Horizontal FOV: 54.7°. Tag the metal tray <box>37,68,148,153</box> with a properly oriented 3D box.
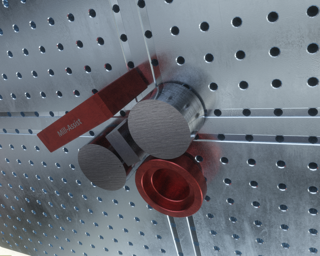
[{"bbox_3d":[-0.087,-0.022,0.396,0.130,0.090,0.030,-26,104,37],"label":"metal tray"}]

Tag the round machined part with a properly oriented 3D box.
[{"bbox_3d":[0.019,0.073,0.430,0.098,0.042,0.097,13,124,21],"label":"round machined part"}]

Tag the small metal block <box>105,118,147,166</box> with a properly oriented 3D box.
[{"bbox_3d":[-0.037,0.015,0.418,0.025,0.050,0.050,-28,103,37],"label":"small metal block"}]

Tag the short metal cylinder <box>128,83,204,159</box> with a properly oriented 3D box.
[{"bbox_3d":[0.008,-0.009,0.380,0.080,0.050,0.079,13,124,21],"label":"short metal cylinder"}]

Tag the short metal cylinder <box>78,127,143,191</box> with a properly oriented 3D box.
[{"bbox_3d":[-0.072,0.045,0.456,0.080,0.050,0.079,13,124,21],"label":"short metal cylinder"}]
